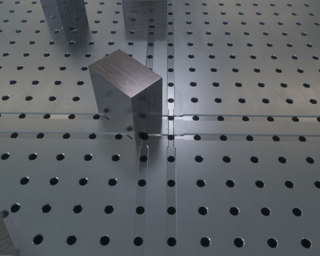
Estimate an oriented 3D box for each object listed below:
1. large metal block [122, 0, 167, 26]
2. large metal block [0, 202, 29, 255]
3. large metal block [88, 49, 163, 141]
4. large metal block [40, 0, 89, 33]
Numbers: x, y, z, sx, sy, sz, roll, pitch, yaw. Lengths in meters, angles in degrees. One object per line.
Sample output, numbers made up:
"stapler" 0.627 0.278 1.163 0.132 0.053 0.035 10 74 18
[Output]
"large metal block" -0.028 -0.240 0.593 0.080 0.050 0.080 0 50 0
"large metal block" -0.176 0.121 0.289 0.080 0.050 0.080 -29 56 -22
"large metal block" -0.043 -0.044 0.409 0.080 0.080 0.050 37 60 27
"large metal block" -0.182 -0.235 0.569 0.050 0.080 0.080 -33 58 -25
